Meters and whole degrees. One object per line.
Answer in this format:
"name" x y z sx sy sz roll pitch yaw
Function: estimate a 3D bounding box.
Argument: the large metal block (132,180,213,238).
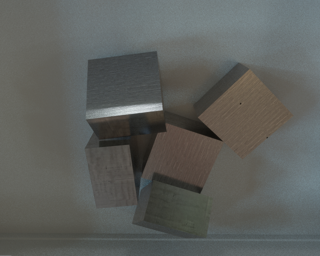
"large metal block" 0.014 0.112 0.415 0.080 0.080 0.050 18 67 -9

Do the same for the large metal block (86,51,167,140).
"large metal block" -0.038 -0.037 0.360 0.080 0.080 0.050 -7 152 3

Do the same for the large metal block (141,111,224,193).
"large metal block" 0.027 0.031 0.409 0.080 0.050 0.079 18 109 -7

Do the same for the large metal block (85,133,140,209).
"large metal block" -0.056 0.044 0.396 0.050 0.080 0.079 -5 110 1

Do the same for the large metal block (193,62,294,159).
"large metal block" 0.101 -0.022 0.390 0.080 0.050 0.080 42 104 -14
